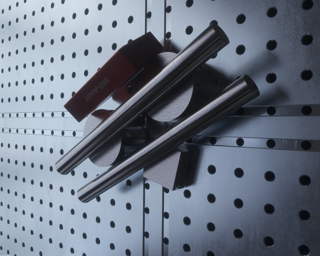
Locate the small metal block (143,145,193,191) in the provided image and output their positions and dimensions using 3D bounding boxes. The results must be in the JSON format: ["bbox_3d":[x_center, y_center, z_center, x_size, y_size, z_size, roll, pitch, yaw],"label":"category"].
[{"bbox_3d":[0.009,0.046,0.399,0.050,0.025,0.050,19,102,38],"label":"small metal block"}]

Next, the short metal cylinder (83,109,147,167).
[{"bbox_3d":[-0.065,0.014,0.444,0.080,0.050,0.079,0,90,39],"label":"short metal cylinder"}]

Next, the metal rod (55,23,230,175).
[{"bbox_3d":[-0.043,-0.016,0.376,0.299,0.025,0.025,-36,68,33],"label":"metal rod"}]

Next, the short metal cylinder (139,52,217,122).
[{"bbox_3d":[0.021,-0.047,0.375,0.080,0.050,0.079,0,90,39],"label":"short metal cylinder"}]

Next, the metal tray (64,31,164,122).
[{"bbox_3d":[-0.061,-0.067,0.413,0.130,0.090,0.030,-35,100,34],"label":"metal tray"}]

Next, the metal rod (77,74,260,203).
[{"bbox_3d":[-0.012,0.030,0.384,0.299,0.025,0.025,-35,69,34],"label":"metal rod"}]
